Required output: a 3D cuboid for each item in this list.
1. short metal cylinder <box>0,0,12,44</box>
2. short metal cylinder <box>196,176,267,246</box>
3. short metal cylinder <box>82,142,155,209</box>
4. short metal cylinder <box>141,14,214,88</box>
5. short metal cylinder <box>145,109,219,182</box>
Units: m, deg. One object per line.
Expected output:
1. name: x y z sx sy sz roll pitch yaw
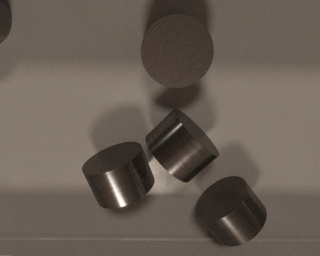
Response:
1. short metal cylinder: -0.219 -0.128 0.348 0.081 0.050 0.079 0 110 -1
2. short metal cylinder: 0.097 0.112 0.425 0.080 0.080 0.050 -35 107 12
3. short metal cylinder: -0.053 0.059 0.403 0.080 0.080 0.050 -18 109 6
4. short metal cylinder: 0.019 -0.092 0.364 0.081 0.050 0.079 0 110 -1
5. short metal cylinder: 0.028 0.021 0.390 0.080 0.080 0.050 42 105 -14
